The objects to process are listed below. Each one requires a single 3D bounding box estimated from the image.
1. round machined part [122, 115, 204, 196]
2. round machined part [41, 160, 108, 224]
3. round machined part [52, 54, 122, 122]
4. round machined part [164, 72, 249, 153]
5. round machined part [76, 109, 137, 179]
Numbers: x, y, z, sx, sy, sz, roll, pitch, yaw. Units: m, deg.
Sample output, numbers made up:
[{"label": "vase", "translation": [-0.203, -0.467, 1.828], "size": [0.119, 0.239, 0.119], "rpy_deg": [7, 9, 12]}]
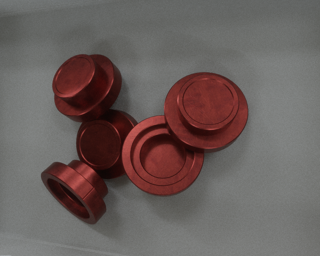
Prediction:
[{"label": "round machined part", "translation": [0.004, 0.036, 0.388], "size": [0.099, 0.042, 0.098], "rpy_deg": [-1, 72, 3]}, {"label": "round machined part", "translation": [-0.110, 0.082, 0.422], "size": [0.098, 0.042, 0.097], "rpy_deg": [26, 143, 23]}, {"label": "round machined part", "translation": [-0.105, -0.060, 0.419], "size": [0.098, 0.042, 0.098], "rpy_deg": [-11, 61, 22]}, {"label": "round machined part", "translation": [0.054, -0.023, 0.362], "size": [0.099, 0.042, 0.098], "rpy_deg": [0, 70, 1]}, {"label": "round machined part", "translation": [-0.075, 0.022, 0.428], "size": [0.098, 0.042, 0.097], "rpy_deg": [0, 90, 20]}]
